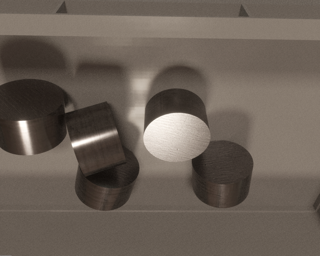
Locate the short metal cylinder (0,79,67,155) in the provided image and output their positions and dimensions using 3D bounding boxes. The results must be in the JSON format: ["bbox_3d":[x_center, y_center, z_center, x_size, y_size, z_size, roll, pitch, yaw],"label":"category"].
[{"bbox_3d":[-0.151,-0.014,0.359,0.081,0.080,0.050,5,130,-5],"label":"short metal cylinder"}]

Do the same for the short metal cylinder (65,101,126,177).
[{"bbox_3d":[-0.077,0.013,0.375,0.050,0.080,0.080,-18,131,-10],"label":"short metal cylinder"}]

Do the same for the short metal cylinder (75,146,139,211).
[{"bbox_3d":[-0.074,0.066,0.428,0.081,0.080,0.050,12,129,-11],"label":"short metal cylinder"}]

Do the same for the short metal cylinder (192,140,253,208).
[{"bbox_3d":[0.085,0.062,0.428,0.080,0.080,0.050,-4,130,2],"label":"short metal cylinder"}]

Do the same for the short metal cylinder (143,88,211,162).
[{"bbox_3d":[0.020,-0.003,0.391,0.081,0.050,0.079,0,130,0],"label":"short metal cylinder"}]
